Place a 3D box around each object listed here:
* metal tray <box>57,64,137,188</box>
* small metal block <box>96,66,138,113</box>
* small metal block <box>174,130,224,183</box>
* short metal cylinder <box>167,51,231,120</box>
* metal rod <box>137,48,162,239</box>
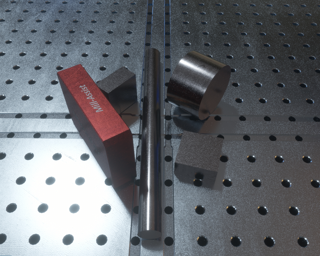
[{"bbox_3d":[-0.075,-0.003,0.366,0.030,0.089,0.130,-26,55,-20],"label":"metal tray"},{"bbox_3d":[-0.059,-0.049,0.431,0.025,0.050,0.050,34,58,25],"label":"small metal block"},{"bbox_3d":[0.048,0.034,0.380,0.050,0.025,0.050,12,51,9],"label":"small metal block"},{"bbox_3d":[0.053,-0.058,0.421,0.050,0.080,0.080,31,56,23],"label":"short metal cylinder"},{"bbox_3d":[-0.011,-0.006,0.412,0.025,0.025,0.300,0,50,-1],"label":"metal rod"}]
